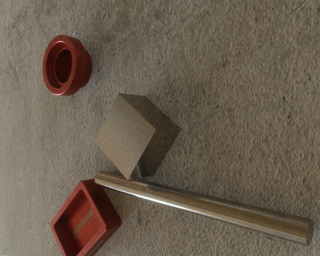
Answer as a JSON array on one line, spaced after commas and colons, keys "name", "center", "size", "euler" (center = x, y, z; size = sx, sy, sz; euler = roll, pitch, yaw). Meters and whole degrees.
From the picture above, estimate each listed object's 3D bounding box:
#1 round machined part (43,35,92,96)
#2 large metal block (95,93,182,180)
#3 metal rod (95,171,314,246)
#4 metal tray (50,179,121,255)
[{"name": "round machined part", "center": [-0.151, -0.102, 0.519], "size": [0.098, 0.042, 0.097], "euler": [0, 90, 40]}, {"name": "large metal block", "center": [-0.031, 0.010, 0.415], "size": [0.080, 0.050, 0.080], "euler": [44, 116, 31]}, {"name": "metal rod", "center": [0.025, 0.088, 0.384], "size": [0.300, 0.025, 0.025], "euler": [5, 93, 39]}, {"name": "metal tray", "center": [-0.125, 0.156, 0.504], "size": [0.129, 0.030, 0.090], "euler": [-51, 60, 27]}]
